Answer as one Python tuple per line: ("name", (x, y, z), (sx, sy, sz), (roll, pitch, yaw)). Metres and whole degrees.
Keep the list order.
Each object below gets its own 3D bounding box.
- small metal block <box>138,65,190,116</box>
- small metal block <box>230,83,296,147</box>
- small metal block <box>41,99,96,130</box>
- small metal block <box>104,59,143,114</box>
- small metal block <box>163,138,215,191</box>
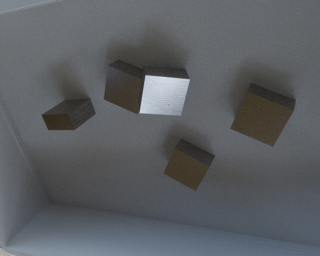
("small metal block", (0.003, -0.043, 0.364), (0.050, 0.025, 0.050), (3, 126, -12))
("small metal block", (0.112, -0.015, 0.340), (0.050, 0.025, 0.050), (24, 127, 12))
("small metal block", (-0.131, -0.020, 0.447), (0.050, 0.050, 0.025), (0, 118, 28))
("small metal block", (-0.041, -0.053, 0.396), (0.050, 0.025, 0.050), (24, 127, 13))
("small metal block", (0.039, 0.050, 0.418), (0.050, 0.025, 0.050), (28, 128, 10))
